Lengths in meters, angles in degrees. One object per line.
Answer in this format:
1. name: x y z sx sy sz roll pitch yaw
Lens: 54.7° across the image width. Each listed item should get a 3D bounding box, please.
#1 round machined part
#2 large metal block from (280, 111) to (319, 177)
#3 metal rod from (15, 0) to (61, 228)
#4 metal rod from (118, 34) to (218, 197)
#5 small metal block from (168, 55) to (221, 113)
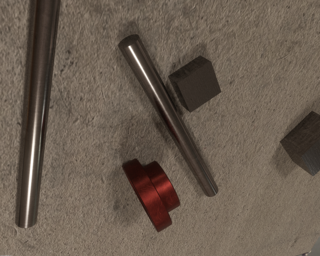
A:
1. round machined part: -0.008 0.082 0.408 0.042 0.098 0.098 -28 128 -11
2. large metal block: 0.279 0.029 0.565 0.080 0.050 0.080 -45 130 3
3. metal rod: -0.131 -0.015 0.326 0.025 0.025 0.298 1 118 -29
4. metal rod: 0.026 0.006 0.426 0.025 0.025 0.299 -35 129 -5
5. small metal block: 0.045 -0.056 0.399 0.050 0.025 0.050 -34 129 -6
